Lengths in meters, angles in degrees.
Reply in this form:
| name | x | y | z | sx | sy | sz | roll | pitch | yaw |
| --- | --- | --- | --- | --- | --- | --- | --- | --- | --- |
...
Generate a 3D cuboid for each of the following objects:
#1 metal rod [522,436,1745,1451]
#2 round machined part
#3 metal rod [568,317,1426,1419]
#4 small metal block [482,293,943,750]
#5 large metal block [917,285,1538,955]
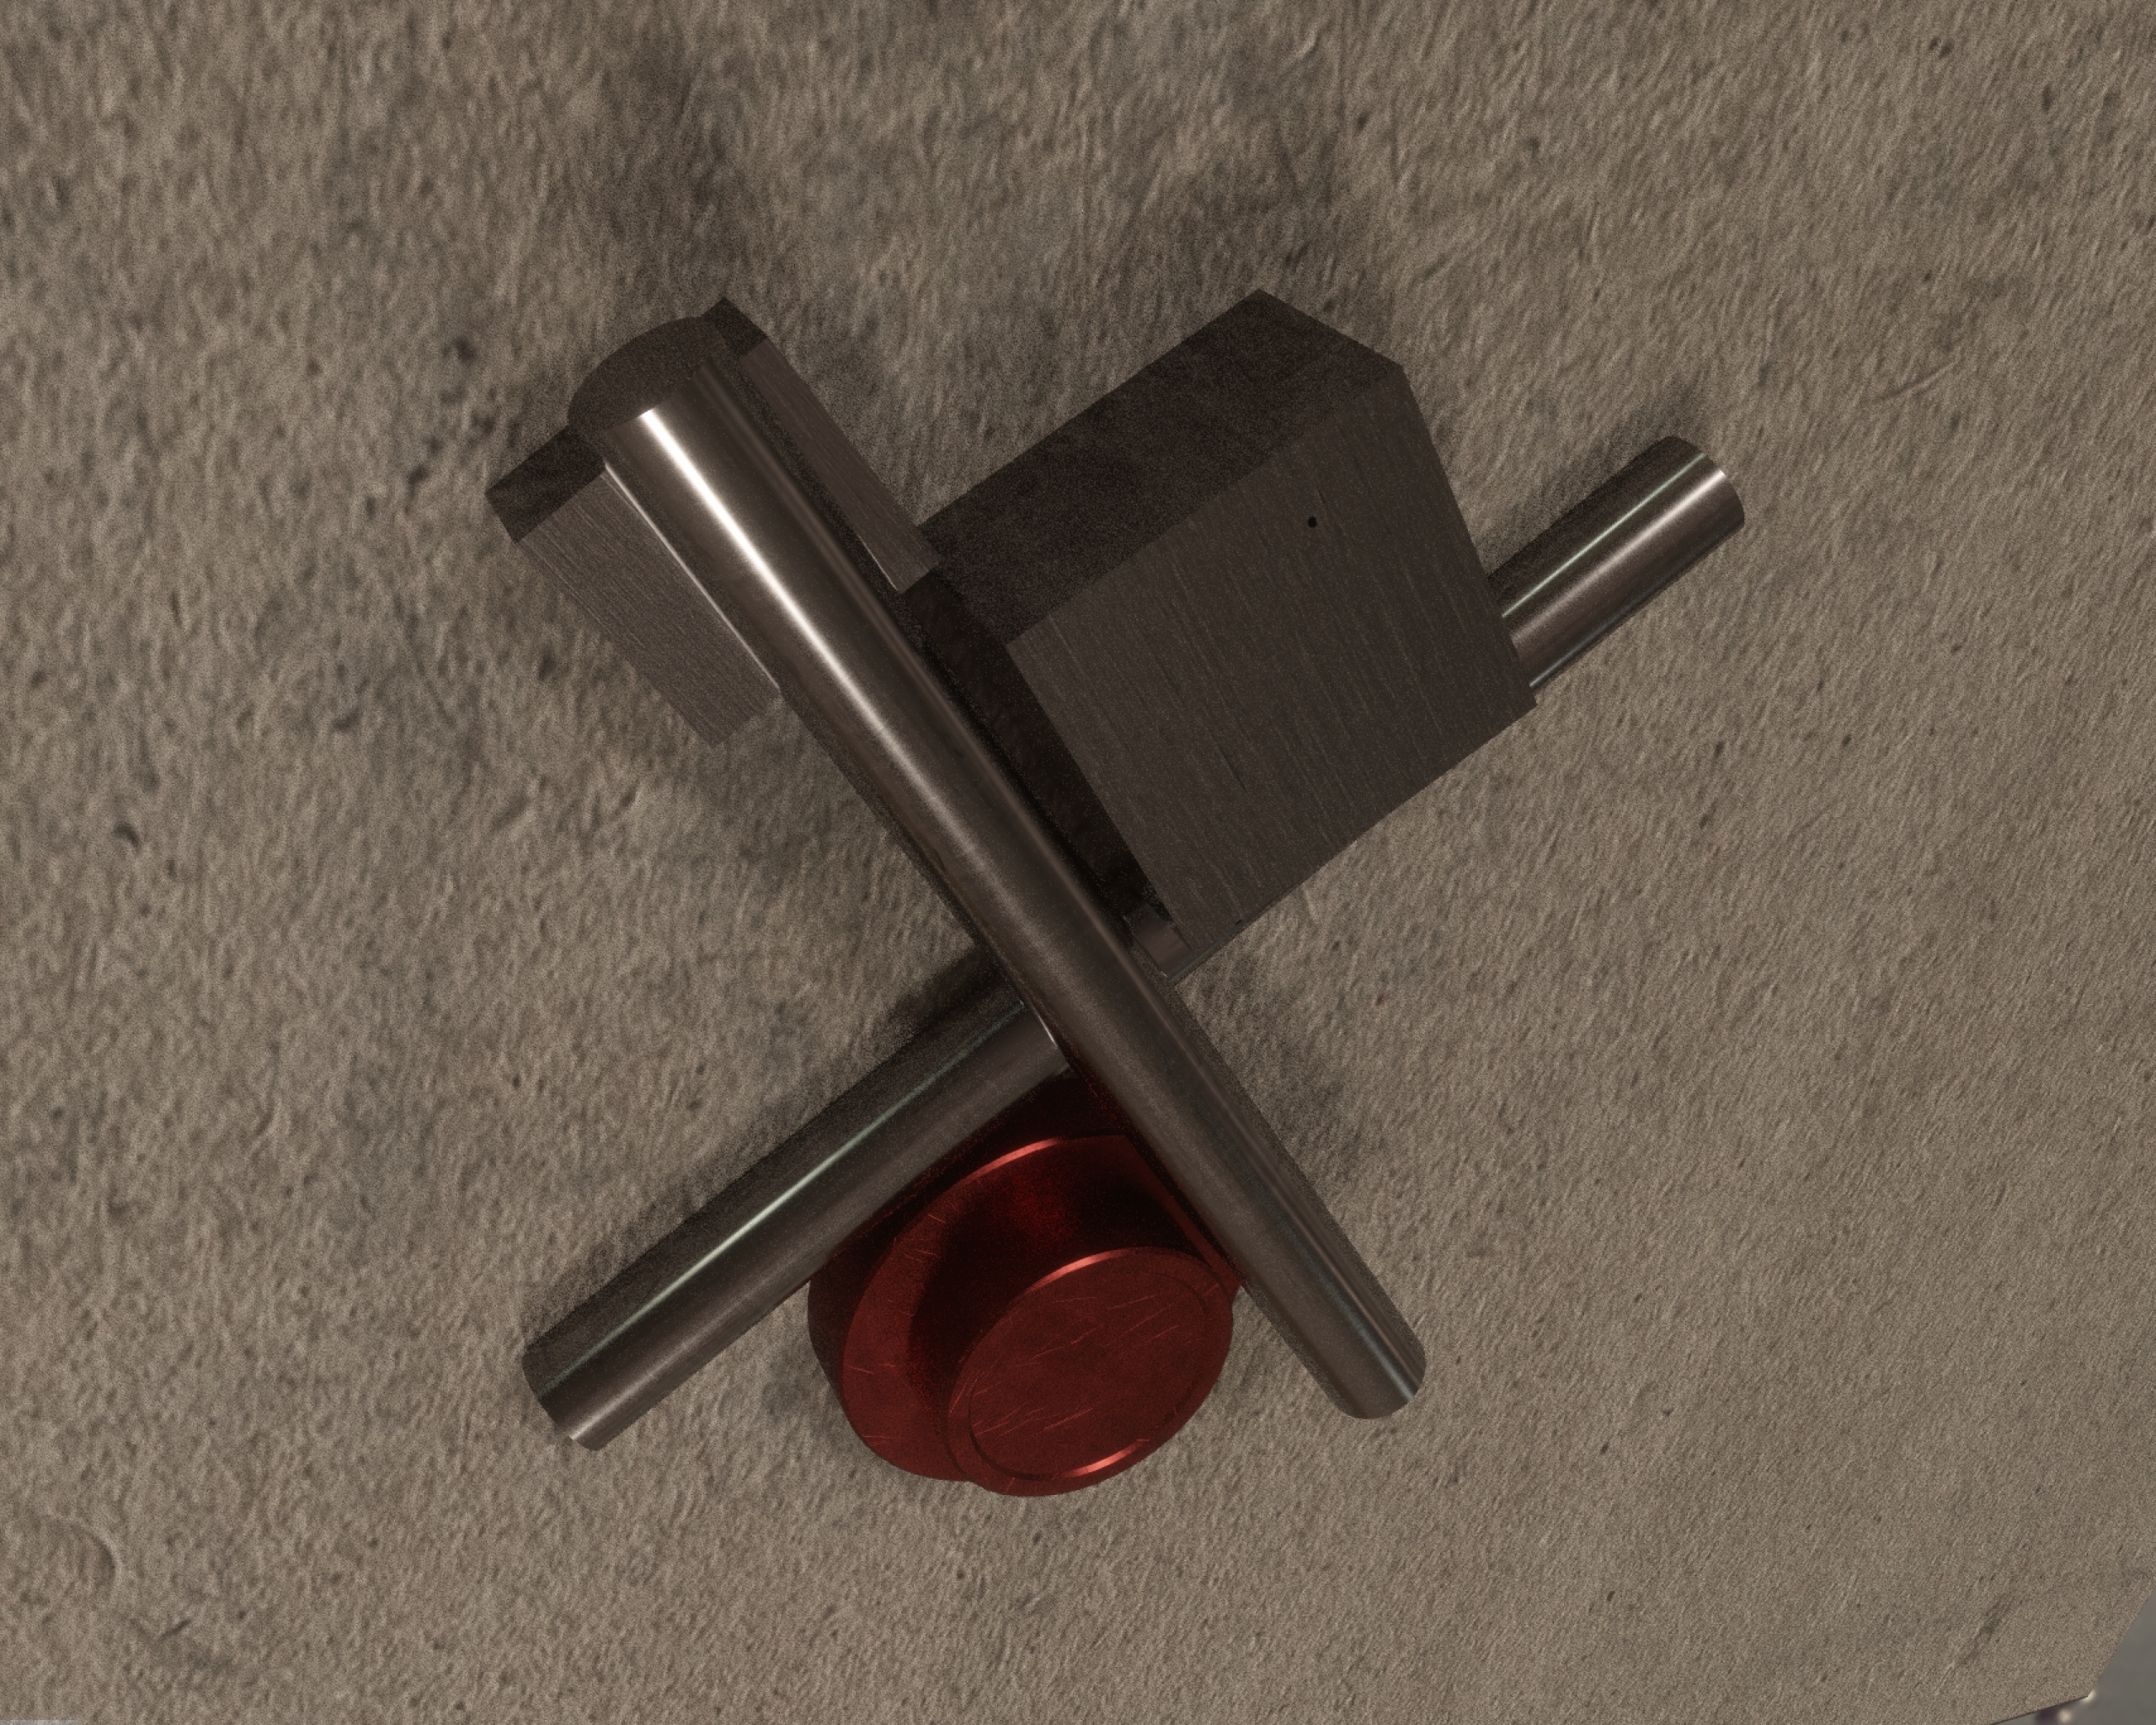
| name | x | y | z | sx | sy | sz | roll | pitch | yaw |
| --- | --- | --- | --- | --- | --- | --- | --- | --- | --- |
| metal rod | 0.013 | 0.015 | 0.428 | 0.301 | 0.025 | 0.025 | -39 | 130 | -2 |
| round machined part | -0.005 | 0.099 | 0.457 | 0.099 | 0.042 | 0.097 | -14 | 125 | -21 |
| metal rod | 0.004 | 0.025 | 0.394 | 0.025 | 0.025 | 0.300 | -38 | 130 | -3 |
| small metal block | -0.060 | -0.056 | 0.344 | 0.050 | 0.025 | 0.050 | -40 | 130 | -1 |
| large metal block | 0.027 | -0.044 | 0.383 | 0.080 | 0.050 | 0.080 | -36 | 130 | -5 |
